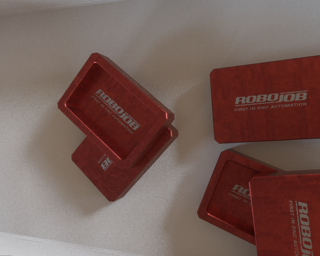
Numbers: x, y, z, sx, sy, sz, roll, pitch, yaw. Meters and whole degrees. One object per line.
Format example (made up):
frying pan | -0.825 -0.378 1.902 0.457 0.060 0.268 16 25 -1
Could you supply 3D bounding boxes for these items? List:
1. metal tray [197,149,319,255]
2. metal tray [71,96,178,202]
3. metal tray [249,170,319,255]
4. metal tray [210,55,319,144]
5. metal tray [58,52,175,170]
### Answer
metal tray | 0.121 0.089 0.365 0.130 0.030 0.089 22 97 18
metal tray | -0.050 0.024 0.424 0.090 0.030 0.130 44 103 14
metal tray | 0.147 0.111 0.324 0.090 0.030 0.129 -7 88 19
metal tray | 0.129 -0.030 0.362 0.130 0.030 0.089 -4 89 19
metal tray | -0.058 -0.022 0.394 0.130 0.030 0.090 42 103 15
